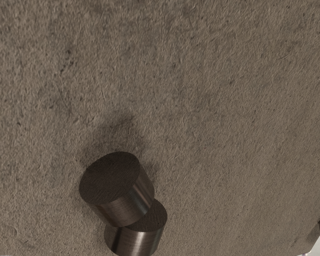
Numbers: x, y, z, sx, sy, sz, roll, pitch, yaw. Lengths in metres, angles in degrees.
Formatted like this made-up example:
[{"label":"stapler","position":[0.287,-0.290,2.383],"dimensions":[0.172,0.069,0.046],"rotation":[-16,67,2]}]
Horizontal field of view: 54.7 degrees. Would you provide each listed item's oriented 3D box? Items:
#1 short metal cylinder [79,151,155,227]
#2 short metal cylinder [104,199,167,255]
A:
[{"label":"short metal cylinder","position":[-0.053,0.076,0.391],"dimensions":[0.080,0.080,0.050],"rotation":[-32,129,-8]},{"label":"short metal cylinder","position":[-0.035,0.136,0.438],"dimensions":[0.081,0.080,0.050],"rotation":[1,118,-30]}]
